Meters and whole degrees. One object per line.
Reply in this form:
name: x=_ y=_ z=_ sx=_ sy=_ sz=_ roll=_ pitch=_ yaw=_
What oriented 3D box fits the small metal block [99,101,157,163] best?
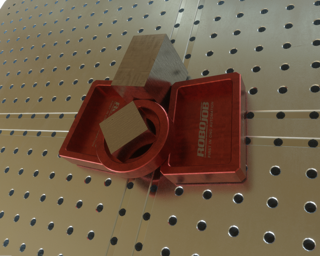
small metal block: x=-0.038 y=0.004 z=0.367 sx=0.050 sy=0.025 sz=0.050 roll=-34 pitch=51 yaw=6

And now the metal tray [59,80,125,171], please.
metal tray: x=-0.079 y=-0.007 z=0.446 sx=0.090 sy=0.030 sz=0.130 roll=7 pitch=65 yaw=31

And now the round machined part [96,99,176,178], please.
round machined part: x=-0.026 y=0.016 z=0.384 sx=0.098 sy=0.042 sz=0.098 roll=-13 pitch=56 yaw=21

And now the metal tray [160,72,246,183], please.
metal tray: x=0.054 y=-0.001 z=0.372 sx=0.090 sy=0.030 sz=0.130 roll=-6 pitch=59 yaw=25

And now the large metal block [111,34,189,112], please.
large metal block: x=-0.010 y=-0.066 z=0.414 sx=0.050 sy=0.080 sz=0.080 roll=7 pitch=65 yaw=31
